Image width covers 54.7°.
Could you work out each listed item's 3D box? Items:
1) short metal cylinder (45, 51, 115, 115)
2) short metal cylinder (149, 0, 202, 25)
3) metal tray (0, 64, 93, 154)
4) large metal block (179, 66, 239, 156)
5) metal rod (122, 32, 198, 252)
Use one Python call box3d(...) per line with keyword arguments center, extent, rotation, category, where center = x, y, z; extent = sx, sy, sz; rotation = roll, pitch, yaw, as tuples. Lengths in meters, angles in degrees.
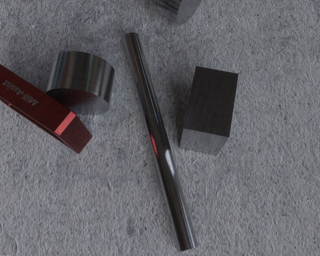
box3d(center=(-0.101, -0.055, 0.398), extent=(0.080, 0.080, 0.050), rotation=(4, 70, 1), category="short metal cylinder")
box3d(center=(0.028, -0.200, 0.452), extent=(0.050, 0.080, 0.080), rotation=(35, 74, 11), category="short metal cylinder")
box3d(center=(-0.152, -0.024, 0.380), extent=(0.130, 0.090, 0.030), rotation=(32, 75, 11), category="metal tray")
box3d(center=(0.058, -0.018, 0.386), extent=(0.050, 0.080, 0.080), rotation=(11, 71, 4), category="large metal block")
box3d(center=(-0.005, 0.004, 0.406), extent=(0.025, 0.025, 0.299), rotation=(-14, 71, -5), category="metal rod")
